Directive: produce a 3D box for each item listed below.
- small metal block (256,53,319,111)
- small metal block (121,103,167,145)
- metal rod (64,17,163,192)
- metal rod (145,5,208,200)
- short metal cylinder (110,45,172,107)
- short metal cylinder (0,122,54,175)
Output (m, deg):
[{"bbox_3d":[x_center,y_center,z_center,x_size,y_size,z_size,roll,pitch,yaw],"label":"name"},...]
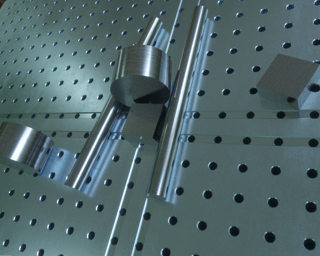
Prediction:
[{"bbox_3d":[0.150,-0.055,0.363,0.050,0.025,0.050,29,77,37],"label":"small metal block"},{"bbox_3d":[-0.019,-0.005,0.422,0.050,0.025,0.050,4,63,30],"label":"small metal block"},{"bbox_3d":[-0.063,-0.048,0.470,0.025,0.025,0.300,10,67,32],"label":"metal rod"},{"bbox_3d":[0.029,-0.051,0.424,0.025,0.025,0.300,0,62,28],"label":"metal rod"},{"bbox_3d":[-0.025,-0.068,0.427,0.080,0.080,0.050,-9,59,23],"label":"short metal cylinder"},{"bbox_3d":[-0.207,0.032,0.462,0.080,0.080,0.050,3,63,29],"label":"short metal cylinder"}]
